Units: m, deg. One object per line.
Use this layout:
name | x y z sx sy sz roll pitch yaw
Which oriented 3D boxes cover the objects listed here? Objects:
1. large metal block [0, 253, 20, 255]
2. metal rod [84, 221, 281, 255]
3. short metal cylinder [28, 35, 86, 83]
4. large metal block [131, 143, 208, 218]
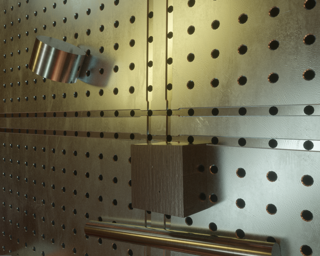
large metal block | -0.329 0.305 0.646 0.080 0.081 0.050 -2 89 40
metal rod | 0.002 0.146 0.407 0.300 0.025 0.025 -8 85 39
short metal cylinder | -0.170 -0.114 0.514 0.080 0.081 0.050 37 113 34
large metal block | 0.011 0.060 0.384 0.080 0.050 0.080 -2 89 40
